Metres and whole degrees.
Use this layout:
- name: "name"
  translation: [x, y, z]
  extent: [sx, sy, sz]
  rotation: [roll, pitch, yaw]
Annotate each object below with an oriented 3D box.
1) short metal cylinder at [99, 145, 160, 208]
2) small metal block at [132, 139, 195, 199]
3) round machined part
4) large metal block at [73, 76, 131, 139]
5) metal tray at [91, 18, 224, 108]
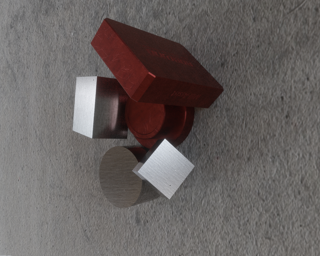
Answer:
- name: "short metal cylinder"
  translation: [-0.036, 0.063, 0.418]
  extent: [0.080, 0.050, 0.079]
  rotation: [0, 90, 39]
- name: "small metal block"
  translation: [0.004, 0.048, 0.371]
  extent: [0.050, 0.050, 0.025]
  rotation: [43, 163, -11]
- name: "round machined part"
  translation: [-0.007, -0.020, 0.400]
  extent: [0.098, 0.042, 0.097]
  rotation: [0, 90, 39]
- name: "large metal block"
  translation: [-0.084, -0.030, 0.441]
  extent: [0.080, 0.050, 0.079]
  rotation: [13, 99, 56]
- name: "metal tray"
  translation: [0.002, -0.065, 0.333]
  extent: [0.030, 0.131, 0.090]
  rotation: [-52, 60, 27]
